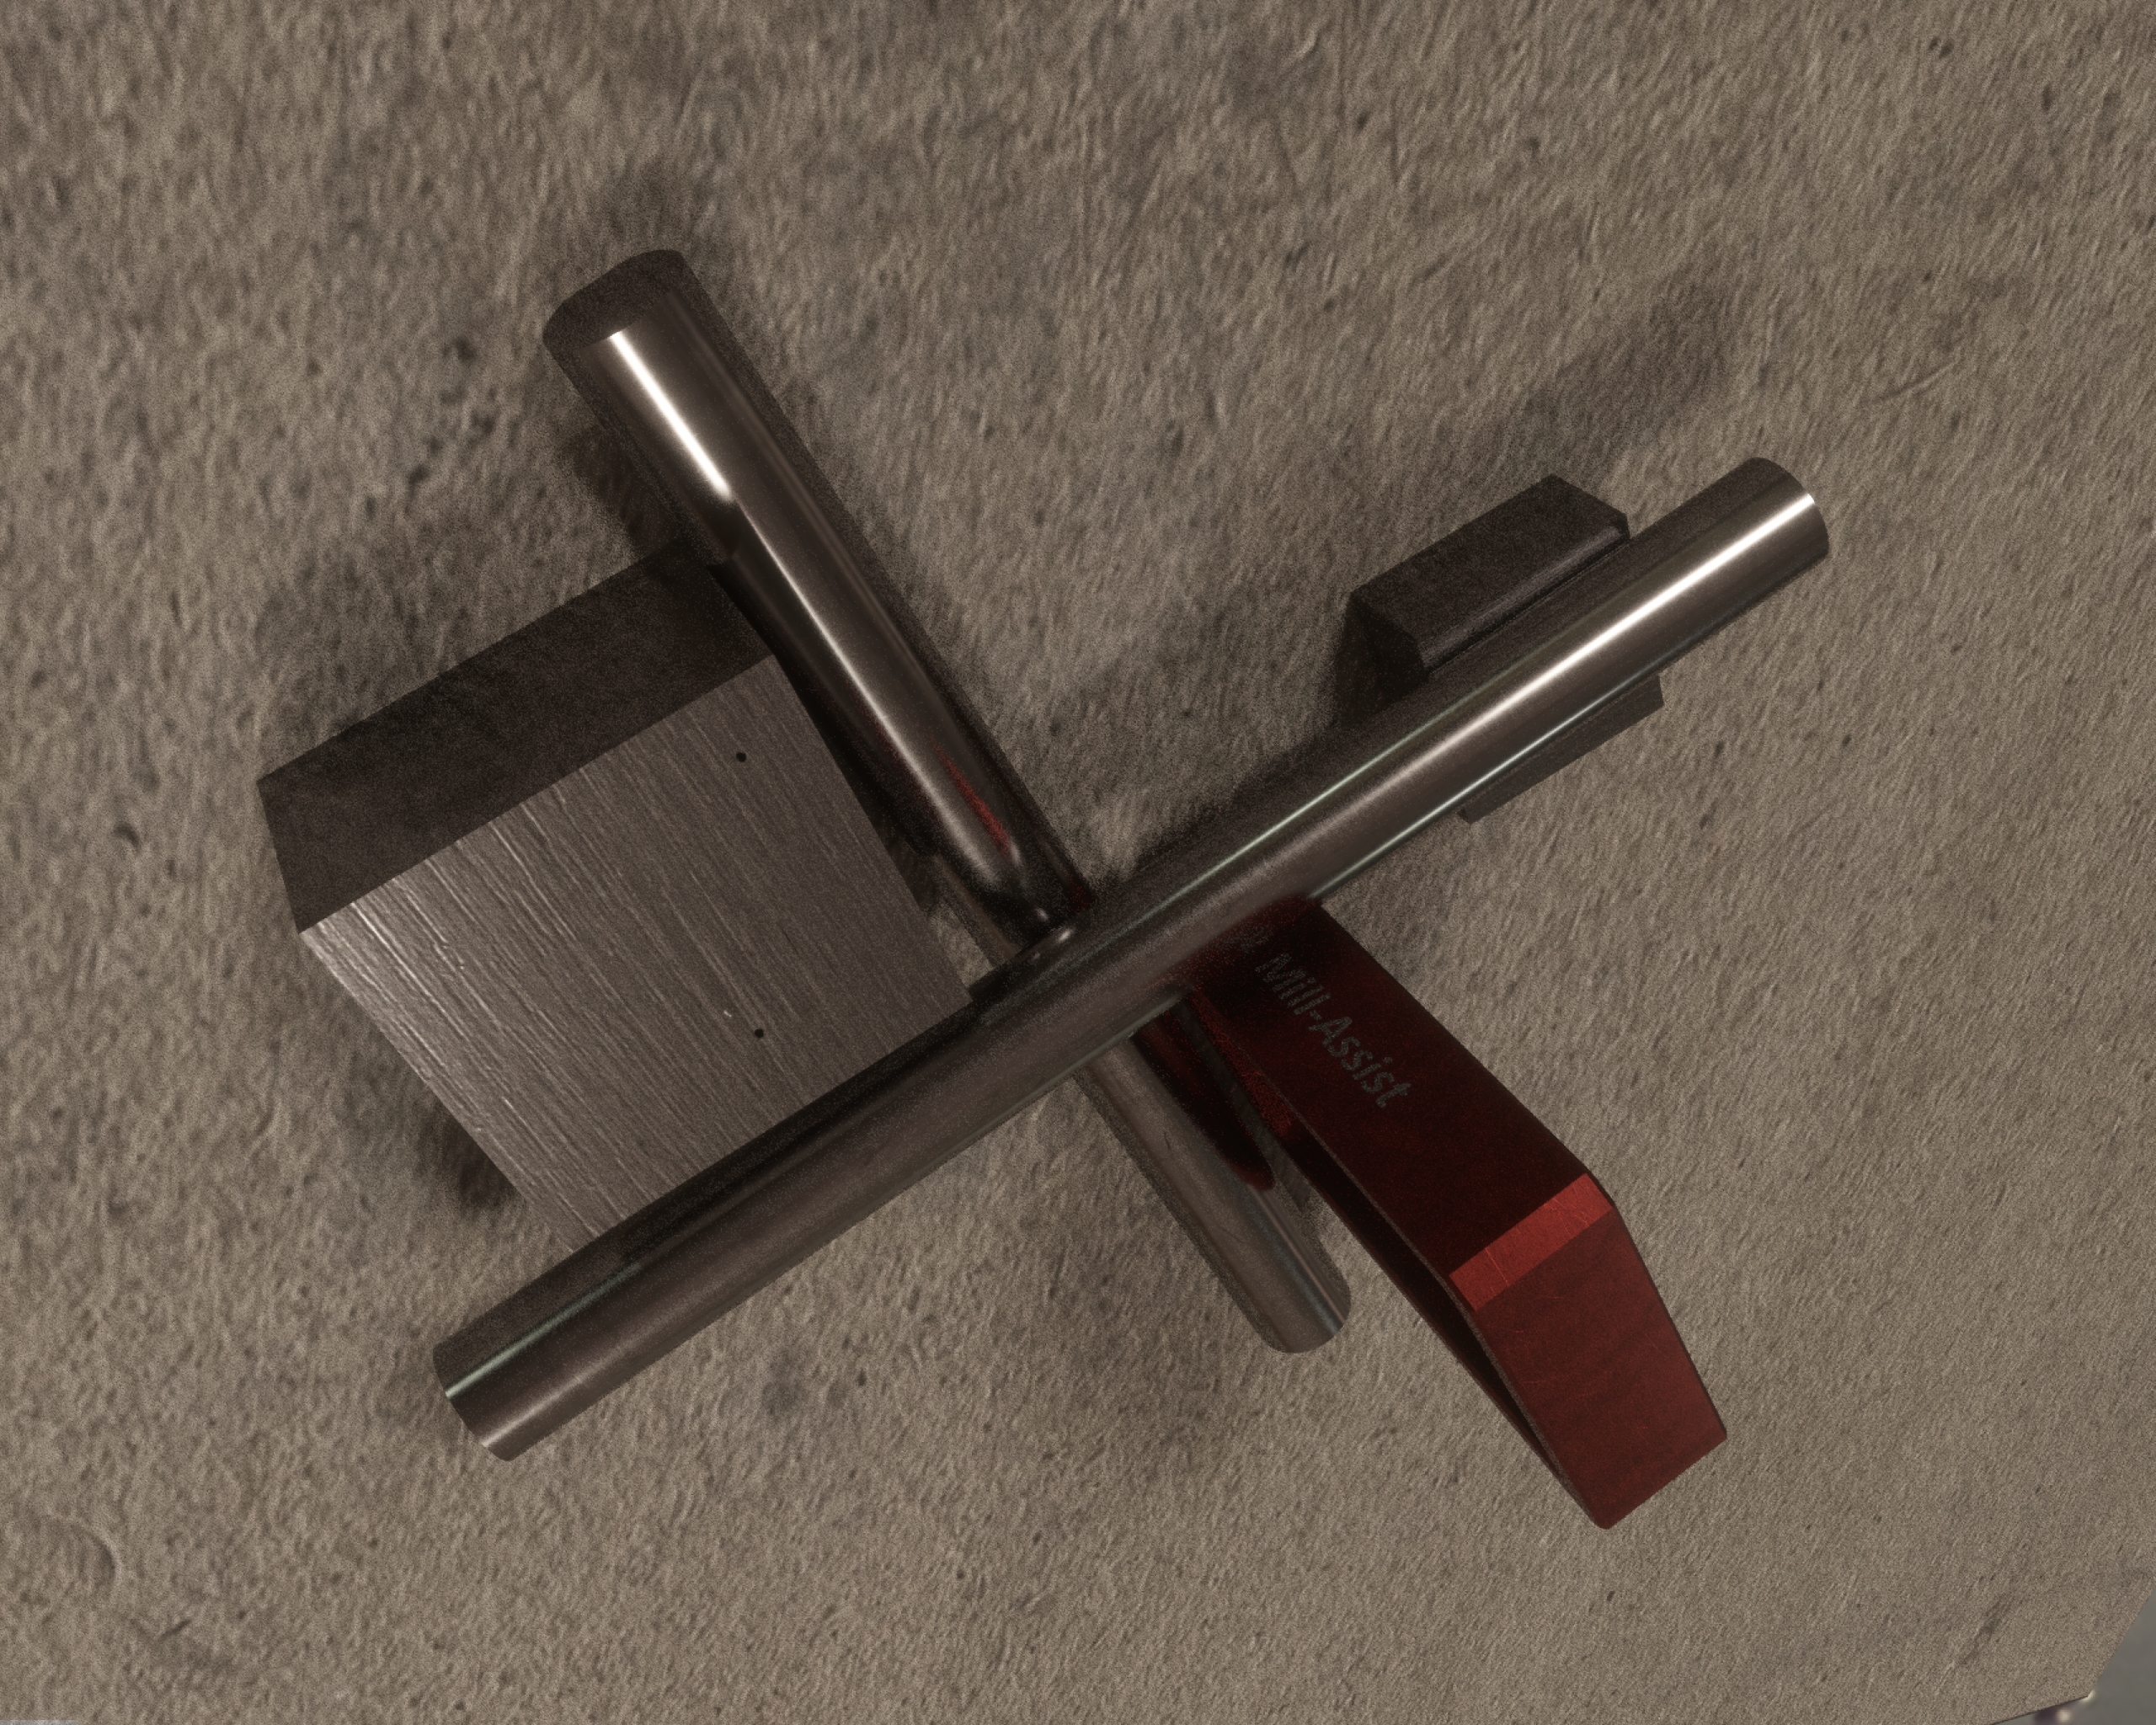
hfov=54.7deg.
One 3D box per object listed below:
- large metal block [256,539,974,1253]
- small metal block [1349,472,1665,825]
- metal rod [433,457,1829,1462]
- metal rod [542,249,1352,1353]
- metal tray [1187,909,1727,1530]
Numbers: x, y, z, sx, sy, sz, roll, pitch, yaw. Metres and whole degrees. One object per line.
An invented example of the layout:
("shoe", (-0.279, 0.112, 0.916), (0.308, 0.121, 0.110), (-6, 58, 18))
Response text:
("large metal block", (-0.076, 0.005, 0.353), (0.080, 0.050, 0.080), (-32, 129, -8))
("small metal block", (0.090, -0.044, 0.432), (0.050, 0.025, 0.050), (-31, 129, -9))
("metal rod", (0.015, 0.014, 0.394), (0.301, 0.025, 0.025), (-34, 129, -6))
("metal rod", (-0.008, 0.011, 0.413), (0.025, 0.025, 0.299), (-36, 130, -4))
("metal tray", (0.066, 0.059, 0.414), (0.030, 0.130, 0.090), (-36, 129, -4))
